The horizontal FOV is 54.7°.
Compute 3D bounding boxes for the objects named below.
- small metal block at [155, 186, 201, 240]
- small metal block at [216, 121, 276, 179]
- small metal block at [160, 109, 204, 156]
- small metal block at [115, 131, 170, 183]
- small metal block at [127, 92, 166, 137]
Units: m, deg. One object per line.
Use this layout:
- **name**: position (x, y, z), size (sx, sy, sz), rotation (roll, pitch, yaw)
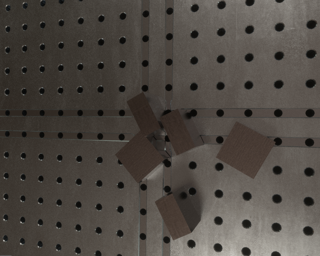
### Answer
- **small metal block**: position (0.024, 0.105, 0.390), size (0.025, 0.050, 0.050), rotation (-29, 81, 17)
- **small metal block**: position (0.104, 0.026, 0.376), size (0.050, 0.025, 0.050), rotation (30, 100, 17)
- **small metal block**: position (0.029, 0.005, 0.389), size (0.025, 0.050, 0.050), rotation (-27, 82, 18)
- **small metal block**: position (-0.023, 0.038, 0.420), size (0.050, 0.025, 0.050), rotation (-43, 77, 14)
- **small metal block**: position (-0.012, -0.017, 0.403), size (0.025, 0.050, 0.050), rotation (-29, 81, 17)
